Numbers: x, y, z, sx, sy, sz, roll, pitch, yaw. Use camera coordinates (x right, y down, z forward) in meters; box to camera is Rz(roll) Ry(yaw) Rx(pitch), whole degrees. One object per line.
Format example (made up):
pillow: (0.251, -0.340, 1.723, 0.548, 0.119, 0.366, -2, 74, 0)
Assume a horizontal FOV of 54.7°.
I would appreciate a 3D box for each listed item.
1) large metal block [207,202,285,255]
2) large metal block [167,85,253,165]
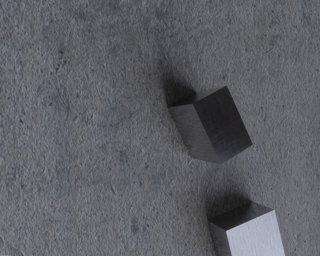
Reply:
large metal block: (0.123, 0.161, 0.441, 0.081, 0.050, 0.080, -16, 96, -19)
large metal block: (0.062, -0.004, 0.402, 0.050, 0.080, 0.080, -29, 100, -18)
